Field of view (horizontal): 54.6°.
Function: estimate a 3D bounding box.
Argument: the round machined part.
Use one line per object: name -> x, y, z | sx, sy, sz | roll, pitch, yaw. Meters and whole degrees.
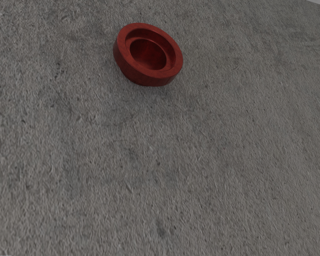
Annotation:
round machined part -> -0.020, -0.098, 0.442 | 0.099, 0.042, 0.098 | 13, 56, -21
